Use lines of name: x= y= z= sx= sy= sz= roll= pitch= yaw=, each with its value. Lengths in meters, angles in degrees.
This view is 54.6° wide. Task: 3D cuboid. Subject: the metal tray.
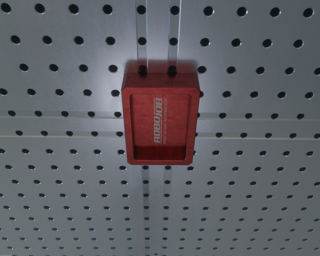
metal tray: x=0.000 y=-0.006 z=0.402 sx=0.090 sy=0.030 sz=0.129 roll=0 pitch=130 yaw=-1
